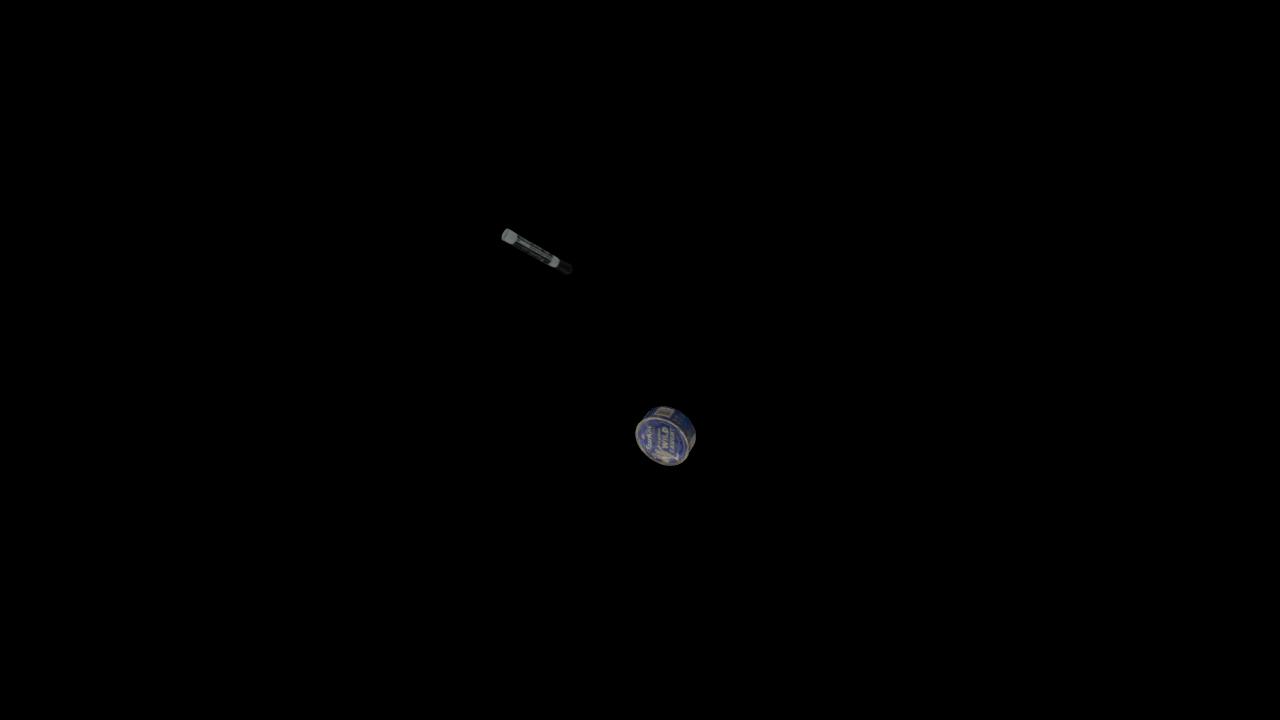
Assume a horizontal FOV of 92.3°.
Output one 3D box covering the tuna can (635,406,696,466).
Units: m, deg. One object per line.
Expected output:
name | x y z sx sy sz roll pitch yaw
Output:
tuna can | 0.037 0.109 0.886 0.084 0.084 0.034 0 29 29

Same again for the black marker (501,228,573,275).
black marker | -0.148 -0.157 0.906 0.121 0.020 0.020 26 -17 -38
